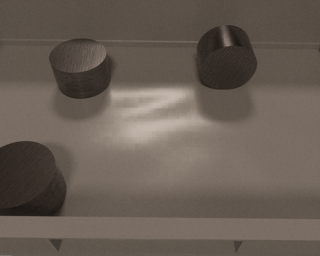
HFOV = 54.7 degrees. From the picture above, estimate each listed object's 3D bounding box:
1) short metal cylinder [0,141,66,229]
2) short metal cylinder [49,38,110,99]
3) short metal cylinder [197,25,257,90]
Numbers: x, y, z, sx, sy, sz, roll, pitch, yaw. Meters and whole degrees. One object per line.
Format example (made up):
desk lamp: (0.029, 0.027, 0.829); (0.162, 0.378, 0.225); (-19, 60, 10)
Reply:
short metal cylinder: (-0.148, 0.061, 0.336); (0.081, 0.050, 0.080); (0, 50, 0)
short metal cylinder: (-0.118, -0.089, 0.462); (0.081, 0.050, 0.080); (0, 50, 0)
short metal cylinder: (0.097, -0.103, 0.457); (0.081, 0.080, 0.050); (-1, 50, -1)
